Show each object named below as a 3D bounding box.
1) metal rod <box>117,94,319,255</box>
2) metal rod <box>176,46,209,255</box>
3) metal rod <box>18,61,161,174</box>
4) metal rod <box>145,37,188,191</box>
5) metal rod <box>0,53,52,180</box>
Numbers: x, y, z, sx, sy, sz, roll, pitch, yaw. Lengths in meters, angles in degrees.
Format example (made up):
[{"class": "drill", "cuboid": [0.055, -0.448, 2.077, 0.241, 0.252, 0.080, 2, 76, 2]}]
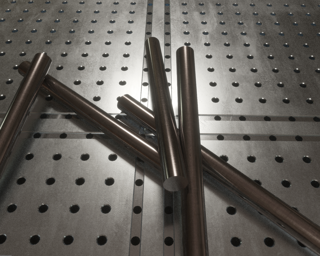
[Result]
[{"class": "metal rod", "cuboid": [0.059, 0.042, 0.373, 0.300, 0.025, 0.025, 35, 58, 26]}, {"class": "metal rod", "cuboid": [0.035, 0.023, 0.357, 0.025, 0.025, 0.299, 0, 59, 0]}, {"class": "metal rod", "cuboid": [-0.093, -0.020, 0.422, 0.300, 0.025, 0.025, 32, 57, 24]}, {"class": "metal rod", "cuboid": [0.001, -0.044, 0.418, 0.025, 0.025, 0.300, -4, 42, -4]}, {"class": "metal rod", "cuboid": [-0.188, 0.022, 0.368, 0.025, 0.025, 0.300, 5, 56, 4]}]
